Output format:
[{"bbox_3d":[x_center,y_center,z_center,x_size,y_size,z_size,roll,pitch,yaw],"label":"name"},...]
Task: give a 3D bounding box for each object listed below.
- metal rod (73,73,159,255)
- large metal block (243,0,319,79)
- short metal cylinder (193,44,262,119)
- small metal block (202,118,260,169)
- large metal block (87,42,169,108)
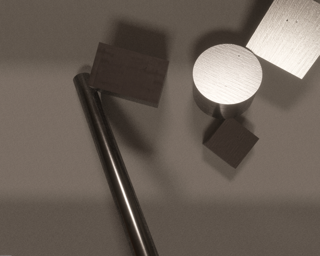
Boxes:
[{"bbox_3d":[-0.047,0.059,0.351,0.025,0.025,0.299,-24,66,0],"label":"metal rod"},{"bbox_3d":[0.162,-0.120,0.386,0.080,0.050,0.079,28,116,-1],"label":"large metal block"},{"bbox_3d":[0.082,-0.057,0.388,0.080,0.050,0.080,-2,71,5],"label":"short metal cylinder"},{"bbox_3d":[0.093,0.018,0.413,0.050,0.025,0.050,38,90,-1],"label":"small metal block"},{"bbox_3d":[-0.035,-0.061,0.383,0.080,0.080,0.050,15,90,-1],"label":"large metal block"}]
